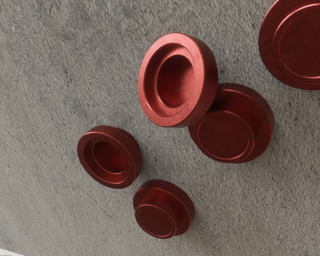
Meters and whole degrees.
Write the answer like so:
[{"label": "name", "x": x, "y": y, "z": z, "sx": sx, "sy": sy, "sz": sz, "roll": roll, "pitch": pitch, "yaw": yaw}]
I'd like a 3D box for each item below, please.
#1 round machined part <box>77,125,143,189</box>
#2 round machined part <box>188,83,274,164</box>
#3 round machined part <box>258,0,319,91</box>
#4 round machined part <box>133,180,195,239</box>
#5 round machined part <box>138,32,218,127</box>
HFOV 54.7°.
[{"label": "round machined part", "x": -0.069, "y": 0.038, "z": 0.456, "sx": 0.098, "sy": 0.042, "sz": 0.097, "roll": 13, "pitch": 124, "yaw": 21}, {"label": "round machined part", "x": 0.077, "y": 0.001, "z": 0.356, "sx": 0.098, "sy": 0.042, "sz": 0.097, "roll": 13, "pitch": 124, "yaw": 21}, {"label": "round machined part", "x": 0.138, "y": -0.078, "z": 0.275, "sx": 0.098, "sy": 0.042, "sz": 0.097, "roll": 13, "pitch": 124, "yaw": 21}, {"label": "round machined part", "x": 0.001, "y": 0.131, "z": 0.477, "sx": 0.098, "sy": 0.042, "sz": 0.097, "roll": 13, "pitch": 124, "yaw": 21}, {"label": "round machined part", "x": 0.023, "y": -0.049, "z": 0.334, "sx": 0.098, "sy": 0.042, "sz": 0.097, "roll": -3, "pitch": 86, "yaw": 47}]
